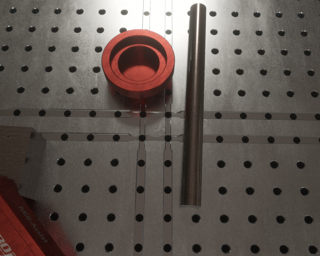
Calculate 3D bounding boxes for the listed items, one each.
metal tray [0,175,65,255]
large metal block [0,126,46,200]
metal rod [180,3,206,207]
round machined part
[{"bbox_3d":[-0.171,0.128,0.329,0.090,0.030,0.130,-36,91,2],"label":"metal tray"},{"bbox_3d":[-0.196,0.043,0.381,0.081,0.050,0.080,3,70,1],"label":"large metal block"},{"bbox_3d":[0.048,-0.045,0.428,0.025,0.025,0.299,4,70,1],"label":"metal rod"},{"bbox_3d":[-0.029,-0.085,0.434,0.099,0.042,0.098,0,70,-1],"label":"round machined part"}]
